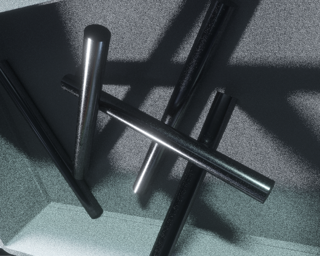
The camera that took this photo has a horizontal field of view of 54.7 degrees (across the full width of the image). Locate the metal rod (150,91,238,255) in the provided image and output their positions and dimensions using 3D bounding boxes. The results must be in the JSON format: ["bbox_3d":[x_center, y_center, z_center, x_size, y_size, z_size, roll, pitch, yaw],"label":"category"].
[{"bbox_3d":[0.023,0.100,0.375,0.025,0.025,0.298,24,101,13],"label":"metal rod"}]

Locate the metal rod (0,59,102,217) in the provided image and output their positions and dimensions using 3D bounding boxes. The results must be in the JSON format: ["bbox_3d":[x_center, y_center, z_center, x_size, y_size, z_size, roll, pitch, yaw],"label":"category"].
[{"bbox_3d":[-0.183,0.027,0.518,0.025,0.025,0.299,-16,111,34],"label":"metal rod"}]

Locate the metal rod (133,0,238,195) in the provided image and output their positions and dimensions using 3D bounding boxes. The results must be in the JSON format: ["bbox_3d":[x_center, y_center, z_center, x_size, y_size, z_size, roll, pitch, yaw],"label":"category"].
[{"bbox_3d":[0.016,-0.014,0.390,0.025,0.025,0.298,30,128,8],"label":"metal rod"}]

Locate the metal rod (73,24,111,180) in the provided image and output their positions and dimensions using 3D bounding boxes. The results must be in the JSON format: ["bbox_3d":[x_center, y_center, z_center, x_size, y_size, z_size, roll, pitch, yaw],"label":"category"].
[{"bbox_3d":[-0.097,-0.006,0.409,0.025,0.025,0.298,33,142,6],"label":"metal rod"}]

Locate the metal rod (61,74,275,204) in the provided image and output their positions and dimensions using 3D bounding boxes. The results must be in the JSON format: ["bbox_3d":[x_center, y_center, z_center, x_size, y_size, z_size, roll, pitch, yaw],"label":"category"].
[{"bbox_3d":[-0.012,-0.001,0.367,0.300,0.025,0.025,28,129,27],"label":"metal rod"}]
